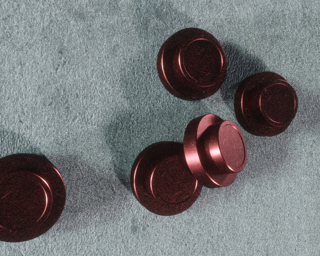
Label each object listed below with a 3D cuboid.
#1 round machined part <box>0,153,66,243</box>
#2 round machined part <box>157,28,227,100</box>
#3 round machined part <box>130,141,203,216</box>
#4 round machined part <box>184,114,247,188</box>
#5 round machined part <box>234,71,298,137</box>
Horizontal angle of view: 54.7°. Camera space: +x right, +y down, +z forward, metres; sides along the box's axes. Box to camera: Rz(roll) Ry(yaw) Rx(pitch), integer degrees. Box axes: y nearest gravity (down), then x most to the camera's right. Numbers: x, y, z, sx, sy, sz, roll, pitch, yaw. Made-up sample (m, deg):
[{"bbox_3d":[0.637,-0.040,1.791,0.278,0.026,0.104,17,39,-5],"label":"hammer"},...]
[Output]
[{"bbox_3d":[-0.155,0.078,0.343,0.099,0.042,0.097,0,90,-20],"label":"round machined part"},{"bbox_3d":[0.049,-0.087,0.418,0.099,0.042,0.097,0,90,-20],"label":"round machined part"},{"bbox_3d":[0.014,0.067,0.405,0.099,0.042,0.097,0,90,-20],"label":"round machined part"},{"bbox_3d":[0.078,0.028,0.405,0.099,0.042,0.098,21,61,-42],"label":"round machined part"},{"bbox_3d":[0.164,-0.036,0.460,0.099,0.042,0.097,0,90,-20],"label":"round machined part"}]
